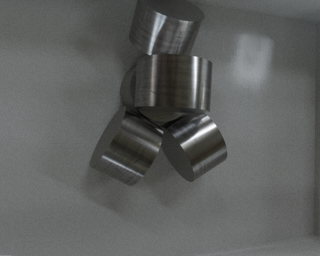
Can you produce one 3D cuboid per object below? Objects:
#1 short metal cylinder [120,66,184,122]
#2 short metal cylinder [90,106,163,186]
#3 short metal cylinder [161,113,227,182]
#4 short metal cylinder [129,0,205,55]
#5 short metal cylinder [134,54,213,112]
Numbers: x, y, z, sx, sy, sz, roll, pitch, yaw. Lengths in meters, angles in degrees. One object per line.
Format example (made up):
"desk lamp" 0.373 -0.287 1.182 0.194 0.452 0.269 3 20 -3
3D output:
"short metal cylinder" -0.005 -0.047 0.392 0.081 0.050 0.080 0 90 -20
"short metal cylinder" -0.040 0.021 0.365 0.050 0.080 0.080 31 80 -17
"short metal cylinder" 0.039 0.021 0.394 0.050 0.080 0.080 -30 100 -17
"short metal cylinder" 0.007 -0.124 0.375 0.081 0.080 0.050 4 131 -20
"short metal cylinder" 0.014 -0.044 0.331 0.081 0.080 0.050 3 89 -20
